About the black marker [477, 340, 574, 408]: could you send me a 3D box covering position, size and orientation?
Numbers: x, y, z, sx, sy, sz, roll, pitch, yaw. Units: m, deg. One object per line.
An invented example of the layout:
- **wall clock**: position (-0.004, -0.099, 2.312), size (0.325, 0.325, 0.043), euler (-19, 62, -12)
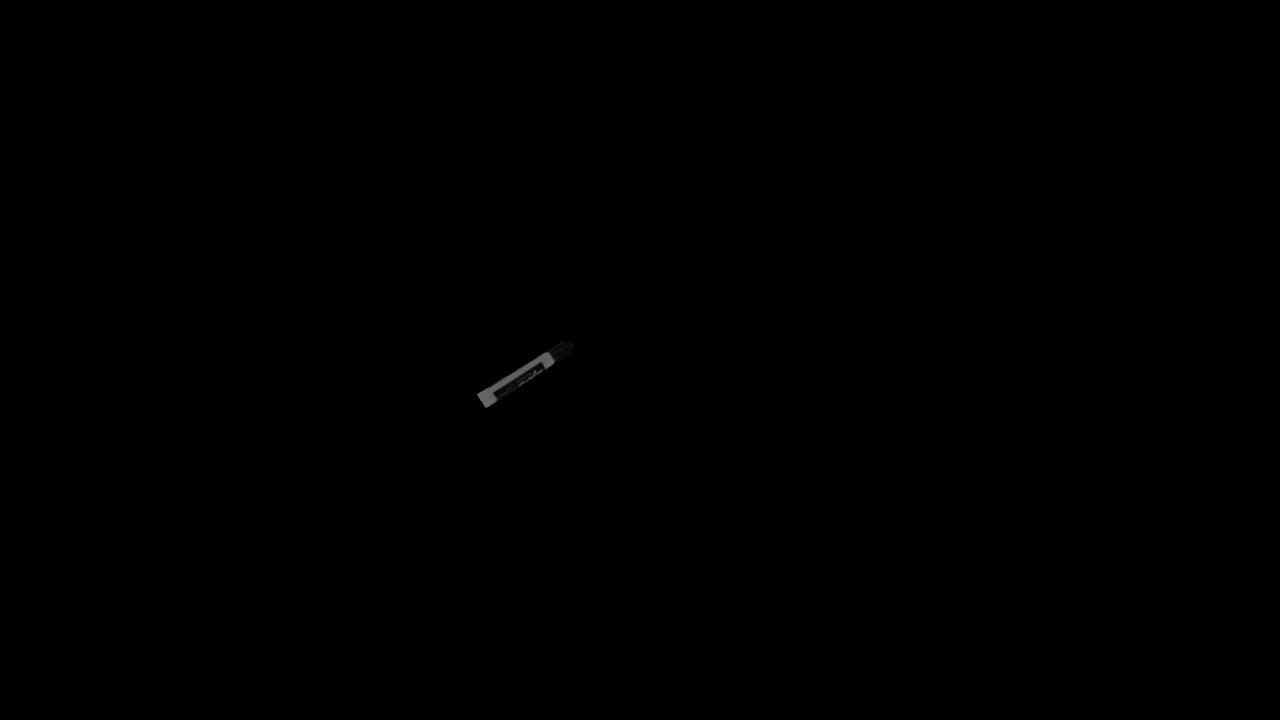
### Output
- **black marker**: position (-0.128, 0.014, 0.701), size (0.121, 0.020, 0.020), euler (-33, 9, -14)
